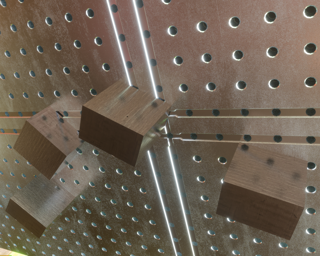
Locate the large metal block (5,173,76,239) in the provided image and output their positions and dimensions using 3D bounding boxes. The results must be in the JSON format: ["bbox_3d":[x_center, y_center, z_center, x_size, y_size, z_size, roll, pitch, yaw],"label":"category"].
[{"bbox_3d":[-0.221,0.142,0.577,0.080,0.080,0.050,39,129,1],"label":"large metal block"}]

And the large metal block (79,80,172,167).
[{"bbox_3d":[-0.043,-0.009,0.391,0.080,0.080,0.050,26,127,11],"label":"large metal block"}]

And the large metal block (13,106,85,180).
[{"bbox_3d":[-0.179,0.025,0.503,0.080,0.050,0.080,42,129,-2],"label":"large metal block"}]

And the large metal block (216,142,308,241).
[{"bbox_3d":[0.118,0.068,0.355,0.080,0.080,0.050,16,125,18],"label":"large metal block"}]
